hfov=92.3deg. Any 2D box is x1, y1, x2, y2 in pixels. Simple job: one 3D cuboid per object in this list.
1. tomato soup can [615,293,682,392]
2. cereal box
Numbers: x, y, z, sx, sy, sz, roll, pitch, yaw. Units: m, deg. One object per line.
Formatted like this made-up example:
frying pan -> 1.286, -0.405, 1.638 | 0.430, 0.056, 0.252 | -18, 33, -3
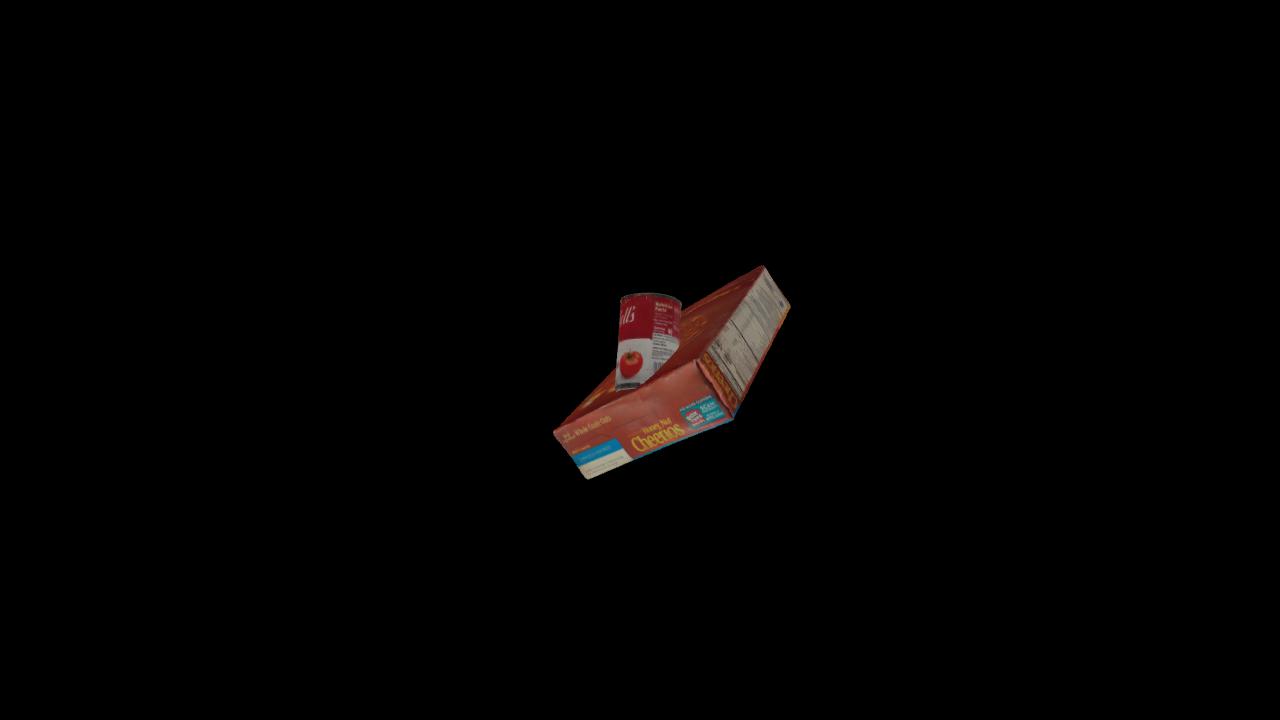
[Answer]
tomato soup can -> 0.009, -0.013, 0.651 | 0.068, 0.101, 0.068 | 3, -12, 1
cereal box -> 0.052, 0.006, 0.741 | 0.203, 0.081, 0.306 | -29, 11, 33
